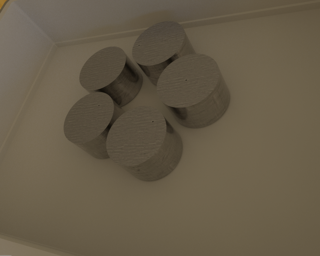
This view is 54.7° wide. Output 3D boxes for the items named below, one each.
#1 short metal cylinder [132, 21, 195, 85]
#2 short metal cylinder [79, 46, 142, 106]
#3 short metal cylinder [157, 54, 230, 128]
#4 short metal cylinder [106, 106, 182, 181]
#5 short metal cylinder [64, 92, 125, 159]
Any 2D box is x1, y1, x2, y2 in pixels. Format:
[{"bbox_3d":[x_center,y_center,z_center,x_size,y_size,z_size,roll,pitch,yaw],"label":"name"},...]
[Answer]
[{"bbox_3d":[0.007,-0.107,0.449,0.080,0.050,0.080,-13,56,21],"label":"short metal cylinder"},{"bbox_3d":[-0.074,-0.077,0.474,0.080,0.050,0.080,-13,56,21],"label":"short metal cylinder"},{"bbox_3d":[0.043,-0.047,0.393,0.080,0.050,0.080,-13,56,21],"label":"short metal cylinder"},{"bbox_3d":[-0.019,0.020,0.385,0.080,0.050,0.080,-13,56,21],"label":"short metal cylinder"},{"bbox_3d":[-0.086,-0.003,0.434,0.080,0.050,0.080,-13,56,21],"label":"short metal cylinder"}]
